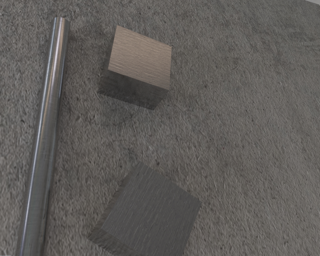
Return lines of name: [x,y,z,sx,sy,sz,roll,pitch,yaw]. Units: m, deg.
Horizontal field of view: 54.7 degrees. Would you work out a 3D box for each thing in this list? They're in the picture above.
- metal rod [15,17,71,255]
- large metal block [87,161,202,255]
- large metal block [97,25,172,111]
metal rod: [-0.123,-0.010,0.342,0.025,0.025,0.299,10,58,-23]
large metal block: [-0.014,0.096,0.322,0.080,0.050,0.080,35,51,-6]
large metal block: [-0.033,-0.080,0.419,0.081,0.050,0.080,17,55,-19]
